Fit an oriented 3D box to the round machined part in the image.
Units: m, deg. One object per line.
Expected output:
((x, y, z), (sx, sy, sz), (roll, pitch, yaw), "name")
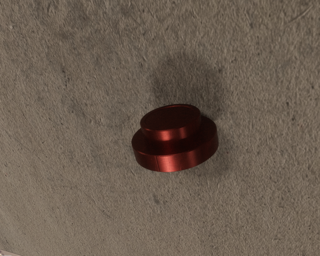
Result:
((0.015, 0.005, 0.353), (0.098, 0.098, 0.042), (2, 119, 27), "round machined part")
